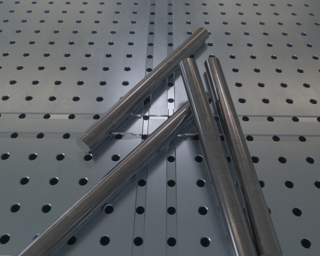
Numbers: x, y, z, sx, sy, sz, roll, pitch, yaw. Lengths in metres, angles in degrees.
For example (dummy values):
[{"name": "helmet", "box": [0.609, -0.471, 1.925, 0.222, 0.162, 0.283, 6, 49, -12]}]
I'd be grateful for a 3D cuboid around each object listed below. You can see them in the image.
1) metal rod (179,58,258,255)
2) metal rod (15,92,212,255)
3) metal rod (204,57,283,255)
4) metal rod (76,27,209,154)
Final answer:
[{"name": "metal rod", "box": [0.064, 0.032, 0.360, 0.025, 0.025, 0.299, -7, 57, -6]}, {"name": "metal rod", "box": [-0.033, 0.044, 0.370, 0.025, 0.025, 0.301, 33, 57, 24]}, {"name": "metal rod", "box": [0.095, 0.011, 0.398, 0.025, 0.025, 0.300, -4, 50, -3]}, {"name": "metal rod", "box": [-0.010, -0.072, 0.467, 0.025, 0.025, 0.301, 28, 55, 21]}]
